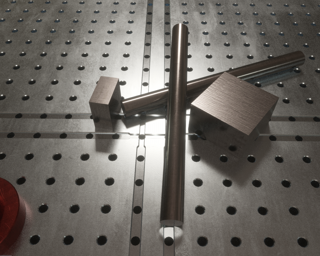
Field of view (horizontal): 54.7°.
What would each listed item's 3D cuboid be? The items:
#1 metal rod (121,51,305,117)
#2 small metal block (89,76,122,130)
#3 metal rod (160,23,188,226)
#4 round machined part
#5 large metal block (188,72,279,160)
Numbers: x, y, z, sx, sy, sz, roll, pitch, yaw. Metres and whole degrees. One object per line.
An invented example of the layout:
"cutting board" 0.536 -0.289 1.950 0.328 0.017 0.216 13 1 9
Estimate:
"metal rod" 0.089 -0.070 0.467 0.302 0.025 0.025 -17 52 -15
"small metal block" -0.072 -0.034 0.419 0.025 0.050 0.050 8 51 6
"metal rod" 0.022 -0.027 0.404 0.025 0.025 0.300 3 58 2
"round machined part" -0.196 0.090 0.318 0.099 0.042 0.098 0 50 0
"large metal block" 0.095 -0.019 0.408 0.080 0.050 0.080 32 57 24
